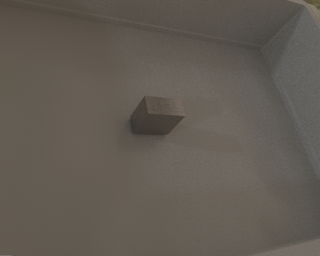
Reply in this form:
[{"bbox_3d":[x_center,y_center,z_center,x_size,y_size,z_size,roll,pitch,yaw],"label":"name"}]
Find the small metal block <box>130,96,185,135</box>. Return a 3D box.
[{"bbox_3d":[-0.004,-0.015,0.393,0.050,0.050,0.025,3,60,-27],"label":"small metal block"}]
